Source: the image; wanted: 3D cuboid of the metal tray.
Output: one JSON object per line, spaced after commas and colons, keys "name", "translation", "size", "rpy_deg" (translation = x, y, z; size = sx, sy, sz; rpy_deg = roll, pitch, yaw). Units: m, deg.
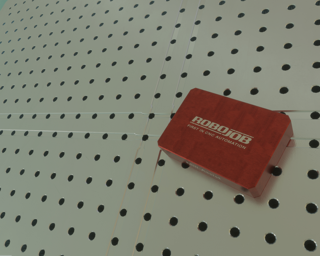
{"name": "metal tray", "translation": [0.072, 0.011, 0.361], "size": [0.130, 0.030, 0.090], "rpy_deg": [23, 74, 36]}
